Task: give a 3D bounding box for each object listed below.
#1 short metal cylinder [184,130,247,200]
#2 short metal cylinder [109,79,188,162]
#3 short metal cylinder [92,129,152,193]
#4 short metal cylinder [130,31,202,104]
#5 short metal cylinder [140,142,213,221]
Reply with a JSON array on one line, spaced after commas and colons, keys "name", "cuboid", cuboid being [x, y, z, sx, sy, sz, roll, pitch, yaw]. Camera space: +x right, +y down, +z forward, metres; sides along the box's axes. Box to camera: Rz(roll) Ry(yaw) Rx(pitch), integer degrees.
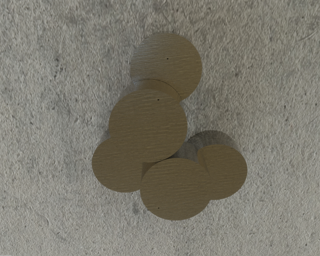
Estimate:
[{"name": "short metal cylinder", "cuboid": [0.070, 0.049, 0.416, 0.081, 0.050, 0.079, 0, 110, 0]}, {"name": "short metal cylinder", "cuboid": [-0.012, -0.009, 0.340, 0.080, 0.050, 0.079, 0, 110, 0]}, {"name": "short metal cylinder", "cuboid": [-0.045, 0.038, 0.411, 0.081, 0.050, 0.079, 0, 110, 0]}, {"name": "short metal cylinder", "cuboid": [0.007, -0.074, 0.371, 0.081, 0.050, 0.079, 0, 110, 0]}, {"name": "short metal cylinder", "cuboid": [0.018, 0.060, 0.366, 0.081, 0.050, 0.079, 0, 110, -1]}]
